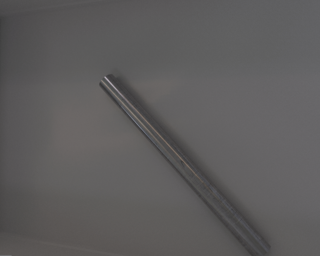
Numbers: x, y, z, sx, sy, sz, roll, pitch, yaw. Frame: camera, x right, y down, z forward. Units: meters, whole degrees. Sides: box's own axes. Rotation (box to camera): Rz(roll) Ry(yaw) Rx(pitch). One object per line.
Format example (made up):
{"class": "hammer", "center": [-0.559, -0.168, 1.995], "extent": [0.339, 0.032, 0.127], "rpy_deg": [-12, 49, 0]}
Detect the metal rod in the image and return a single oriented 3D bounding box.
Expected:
{"class": "metal rod", "center": [0.023, 0.041, 0.402], "extent": [0.025, 0.025, 0.300], "rpy_deg": [-46, 76, 14]}
